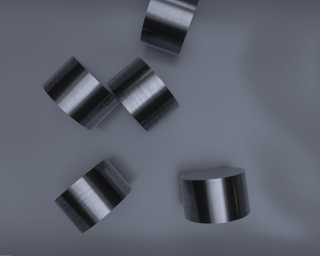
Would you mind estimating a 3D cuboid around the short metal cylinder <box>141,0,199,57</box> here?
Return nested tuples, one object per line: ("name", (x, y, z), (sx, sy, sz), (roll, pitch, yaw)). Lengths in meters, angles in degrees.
("short metal cylinder", (0.014, -0.135, 0.384), (0.050, 0.080, 0.080), (20, 90, -1))

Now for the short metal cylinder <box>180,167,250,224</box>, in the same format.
("short metal cylinder", (0.068, 0.081, 0.385), (0.081, 0.080, 0.050), (-7, 90, 0))

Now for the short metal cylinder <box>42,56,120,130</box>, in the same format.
("short metal cylinder", (-0.095, -0.043, 0.383), (0.080, 0.080, 0.050), (45, 90, -1))

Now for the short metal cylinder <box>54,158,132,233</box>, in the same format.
("short metal cylinder", (-0.081, 0.082, 0.383), (0.080, 0.080, 0.050), (-40, 90, 0))

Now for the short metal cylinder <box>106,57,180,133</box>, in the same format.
("short metal cylinder", (-0.021, -0.041, 0.384), (0.050, 0.080, 0.080), (-40, 91, 0))
